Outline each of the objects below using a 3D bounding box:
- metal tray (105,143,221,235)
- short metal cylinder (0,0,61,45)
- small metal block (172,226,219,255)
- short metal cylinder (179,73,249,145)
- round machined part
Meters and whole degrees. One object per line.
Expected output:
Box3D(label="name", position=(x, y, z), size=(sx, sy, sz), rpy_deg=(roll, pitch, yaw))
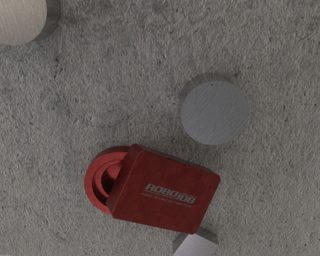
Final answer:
Box3D(label="metal tray", position=(0.007, 0.083, 0.405), size=(0.131, 0.030, 0.090), rpy_deg=(22, 95, -28))
Box3D(label="short metal cylinder", position=(-0.158, -0.135, 0.345), size=(0.081, 0.050, 0.079), rpy_deg=(0, 110, 0))
Box3D(label="small metal block", position=(0.054, 0.179, 0.476), size=(0.050, 0.025, 0.050), rpy_deg=(29, 107, -11))
Box3D(label="short metal cylinder", position=(0.065, -0.025, 0.388), size=(0.081, 0.050, 0.079), rpy_deg=(0, 110, 0))
Box3D(label="round machined part", position=(-0.050, 0.069, 0.426), size=(0.099, 0.042, 0.097), rpy_deg=(0, 110, 0))
